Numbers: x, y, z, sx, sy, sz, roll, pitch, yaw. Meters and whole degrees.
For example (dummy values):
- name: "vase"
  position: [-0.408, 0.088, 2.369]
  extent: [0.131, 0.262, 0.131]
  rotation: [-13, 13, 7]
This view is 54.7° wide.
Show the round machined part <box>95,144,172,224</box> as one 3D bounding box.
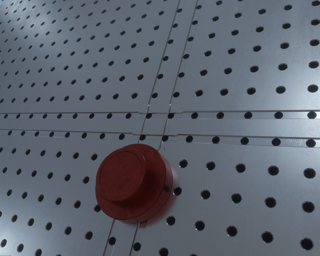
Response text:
- name: "round machined part"
  position: [-0.038, 0.063, 0.378]
  extent: [0.098, 0.042, 0.098]
  rotation: [-13, 56, 20]
